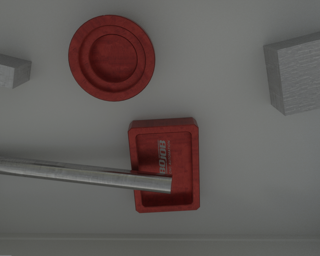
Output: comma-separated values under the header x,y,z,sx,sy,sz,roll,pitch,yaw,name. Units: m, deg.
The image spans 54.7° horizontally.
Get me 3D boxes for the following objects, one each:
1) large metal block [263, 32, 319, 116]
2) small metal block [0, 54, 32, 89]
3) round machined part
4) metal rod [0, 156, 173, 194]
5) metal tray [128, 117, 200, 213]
x,y,z,sx,sy,sz,roll,pitch,yaw,name
0.178,-0.068,0.376,0.080,0.050,0.080,-14,110,4,large metal block
-0.189,-0.070,0.369,0.050,0.050,0.025,14,110,-6,small metal block
-0.055,-0.084,0.370,0.099,0.042,0.097,0,110,-1,round machined part
-0.135,0.058,0.411,0.302,0.025,0.025,6,110,5,metal rod
0.007,0.053,0.428,0.091,0.030,0.129,-3,110,1,metal tray
